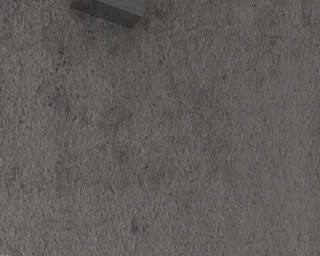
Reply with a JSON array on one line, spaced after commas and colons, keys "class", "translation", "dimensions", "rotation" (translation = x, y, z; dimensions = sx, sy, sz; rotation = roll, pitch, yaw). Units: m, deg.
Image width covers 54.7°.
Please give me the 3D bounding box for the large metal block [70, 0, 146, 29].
[{"class": "large metal block", "translation": [-0.057, -0.177, 0.374], "dimensions": [0.081, 0.050, 0.080], "rotation": [14, 85, -20]}]
